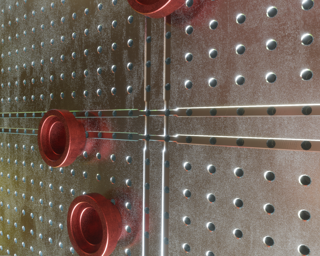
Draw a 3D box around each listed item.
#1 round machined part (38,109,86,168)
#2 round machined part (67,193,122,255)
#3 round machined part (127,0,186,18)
[{"bbox_3d":[-0.165,0.017,0.531,0.098,0.042,0.097,0,90,39],"label":"round machined part"},{"bbox_3d":[-0.096,0.148,0.475,0.098,0.042,0.097,0,90,39],"label":"round machined part"},{"bbox_3d":[0.004,-0.189,0.393,0.098,0.042,0.097,0,90,39],"label":"round machined part"}]
